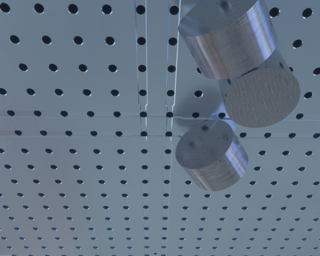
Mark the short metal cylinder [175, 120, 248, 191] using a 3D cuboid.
[{"bbox_3d":[0.068,0.035,0.406,0.080,0.080,0.050,-25,126,19],"label":"short metal cylinder"}]

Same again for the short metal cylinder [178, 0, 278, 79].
[{"bbox_3d":[0.065,-0.092,0.297,0.080,0.080,0.050,-23,126,18],"label":"short metal cylinder"}]

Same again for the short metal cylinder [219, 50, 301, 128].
[{"bbox_3d":[0.112,-0.046,0.357,0.081,0.050,0.079,0,130,0],"label":"short metal cylinder"}]
